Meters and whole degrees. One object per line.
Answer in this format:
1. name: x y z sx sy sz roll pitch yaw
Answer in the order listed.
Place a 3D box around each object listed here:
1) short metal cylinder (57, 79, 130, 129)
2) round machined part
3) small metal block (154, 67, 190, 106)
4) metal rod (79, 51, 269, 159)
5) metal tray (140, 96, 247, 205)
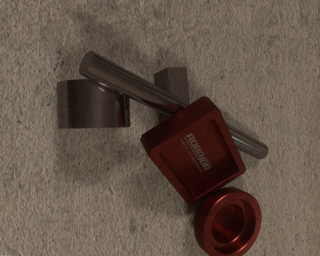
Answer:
1. short metal cylinder: -0.075 -0.025 0.353 0.081 0.080 0.050 -1 91 -20
2. round machined part: 0.089 0.129 0.429 0.099 0.042 0.097 -4 99 -26
3. small metal block: 0.015 -0.050 0.402 0.025 0.050 0.050 -6 92 -20
4. metal rod: 0.042 -0.013 0.379 0.302 0.025 0.025 23 82 -37
5. metal tray: 0.046 0.034 0.379 0.090 0.030 0.130 -33 132 2
